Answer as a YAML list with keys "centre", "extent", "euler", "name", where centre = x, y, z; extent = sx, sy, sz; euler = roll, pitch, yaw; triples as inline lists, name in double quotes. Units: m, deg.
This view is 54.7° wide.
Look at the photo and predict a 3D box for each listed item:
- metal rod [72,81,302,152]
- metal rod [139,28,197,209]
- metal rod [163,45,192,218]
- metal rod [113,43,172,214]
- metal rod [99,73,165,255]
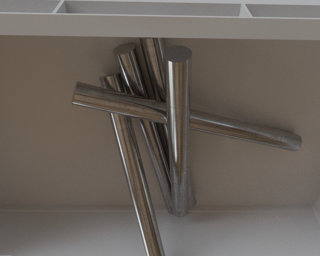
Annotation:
- centre: [0.049, -0.008, 0.376]
  extent: [0.302, 0.025, 0.025]
  euler: [12, 130, -21]
  name: "metal rod"
- centre: [0.019, 0.012, 0.419]
  extent: [0.025, 0.025, 0.298]
  euler: [-9, 130, 7]
  name: "metal rod"
- centre: [0.024, 0.033, 0.380]
  extent: [0.025, 0.025, 0.298]
  euler: [-3, 139, 2]
  name: "metal rod"
- centre: [-0.007, 0.025, 0.430]
  extent: [0.025, 0.025, 0.298]
  euler: [-10, 130, 8]
  name: "metal rod"
- centre: [-0.027, 0.079, 0.399]
  extent: [0.025, 0.025, 0.298]
  euler: [-10, 106, 8]
  name: "metal rod"
